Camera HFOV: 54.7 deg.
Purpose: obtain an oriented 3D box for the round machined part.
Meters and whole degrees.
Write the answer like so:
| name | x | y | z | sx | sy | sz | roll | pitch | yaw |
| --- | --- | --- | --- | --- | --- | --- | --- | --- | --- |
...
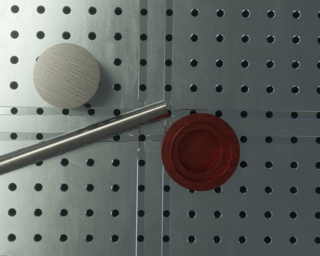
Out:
| name | x | y | z | sx | sy | sz | roll | pitch | yaw |
| --- | --- | --- | --- | --- | --- | --- | --- | --- | --- |
| round machined part | 0.051 | 0.030 | 0.406 | 0.099 | 0.042 | 0.097 | 0 | 90 | -1 |

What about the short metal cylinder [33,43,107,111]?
| name | x | y | z | sx | sy | sz | roll | pitch | yaw |
| --- | --- | --- | --- | --- | --- | --- | --- | --- | --- |
| short metal cylinder | -0.113 | -0.063 | 0.399 | 0.081 | 0.050 | 0.079 | 0 | 90 | -1 |

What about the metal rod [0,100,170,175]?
| name | x | y | z | sx | sy | sz | roll | pitch | yaw |
| --- | --- | --- | --- | --- | --- | --- | --- | --- | --- |
| metal rod | -0.134 | 0.023 | 0.411 | 0.302 | 0.025 | 0.025 | -19 | 90 | -1 |
